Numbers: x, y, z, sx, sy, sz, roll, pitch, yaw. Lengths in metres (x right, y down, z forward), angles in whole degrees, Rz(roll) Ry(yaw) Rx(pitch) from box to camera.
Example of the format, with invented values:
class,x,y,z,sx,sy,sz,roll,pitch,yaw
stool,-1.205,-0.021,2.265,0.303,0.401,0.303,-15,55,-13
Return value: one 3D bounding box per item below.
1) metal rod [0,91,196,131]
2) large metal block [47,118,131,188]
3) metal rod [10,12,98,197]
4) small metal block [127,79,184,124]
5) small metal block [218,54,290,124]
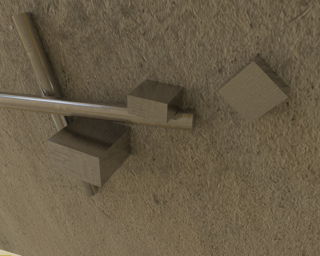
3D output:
class,x,y,z,sx,sy,sz,roll,pitch,yaw
metal rod,-0.102,-0.026,0.419,0.301,0.025,0.025,7,122,16
large metal block,-0.096,0.028,0.437,0.080,0.080,0.050,16,125,18
metal rod,-0.152,-0.020,0.472,0.025,0.025,0.298,0,119,28
small metal block,-0.005,-0.033,0.371,0.050,0.050,0.025,15,124,19
small metal block,0.099,-0.041,0.329,0.050,0.025,0.050,45,129,-4
